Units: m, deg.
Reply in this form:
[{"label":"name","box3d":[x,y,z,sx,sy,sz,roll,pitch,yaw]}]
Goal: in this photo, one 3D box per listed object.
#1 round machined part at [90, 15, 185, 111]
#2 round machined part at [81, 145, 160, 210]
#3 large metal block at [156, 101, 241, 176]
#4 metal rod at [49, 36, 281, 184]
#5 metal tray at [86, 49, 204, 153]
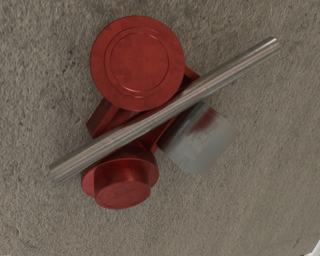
[{"label":"round machined part","box3d":[-0.022,-0.066,0.318,0.099,0.042,0.097,-1,97,-8]},{"label":"round machined part","box3d":[-0.048,0.068,0.391,0.099,0.042,0.097,-9,140,-7]},{"label":"large metal block","box3d":[0.054,0.014,0.412,0.080,0.050,0.080,-51,153,7]},{"label":"metal rod","box3d":[0.013,-0.026,0.362,0.301,0.025,0.025,-31,129,-9]},{"label":"metal tray","box3d":[-0.017,-0.029,0.378,0.090,0.030,0.130,27,103,-38]}]
